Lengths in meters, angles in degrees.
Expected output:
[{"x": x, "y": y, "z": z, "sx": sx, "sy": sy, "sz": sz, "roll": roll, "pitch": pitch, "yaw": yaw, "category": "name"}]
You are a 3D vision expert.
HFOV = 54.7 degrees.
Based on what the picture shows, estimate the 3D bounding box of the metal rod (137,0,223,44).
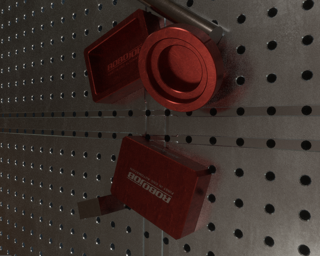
[{"x": -0.031, "y": -0.193, "z": 0.432, "sx": 0.300, "sy": 0.025, "sz": 0.025, "roll": 43, "pitch": 116, "yaw": 31, "category": "metal rod"}]

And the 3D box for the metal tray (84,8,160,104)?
[{"x": -0.053, "y": -0.098, "z": 0.447, "sx": 0.130, "sy": 0.030, "sz": 0.090, "roll": -21, "pitch": 77, "yaw": 37, "category": "metal tray"}]

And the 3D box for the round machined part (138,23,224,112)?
[{"x": 0.027, "y": -0.071, "z": 0.357, "sx": 0.098, "sy": 0.042, "sz": 0.097, "roll": 17, "pitch": 126, "yaw": 25, "category": "round machined part"}]

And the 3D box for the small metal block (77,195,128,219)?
[{"x": -0.086, "y": 0.115, "z": 0.461, "sx": 0.050, "sy": 0.050, "sz": 0.025, "roll": -21, "pitch": 77, "yaw": 38, "category": "small metal block"}]

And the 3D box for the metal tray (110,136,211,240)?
[{"x": -0.005, "y": 0.072, "z": 0.408, "sx": 0.130, "sy": 0.030, "sz": 0.089, "roll": 24, "pitch": 105, "yaw": 37, "category": "metal tray"}]
